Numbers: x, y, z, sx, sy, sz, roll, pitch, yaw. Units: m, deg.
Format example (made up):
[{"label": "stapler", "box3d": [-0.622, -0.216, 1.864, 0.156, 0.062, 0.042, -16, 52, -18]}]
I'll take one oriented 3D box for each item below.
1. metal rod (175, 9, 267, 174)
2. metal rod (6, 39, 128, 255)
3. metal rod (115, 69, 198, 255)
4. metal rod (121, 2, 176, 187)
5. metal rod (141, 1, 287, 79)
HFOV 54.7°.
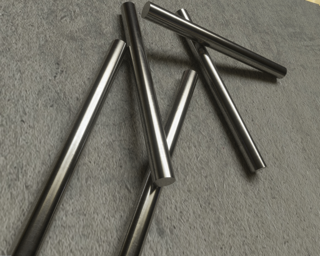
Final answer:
[{"label": "metal rod", "box3d": [0.089, -0.070, 0.493, 0.025, 0.025, 0.299, -9, 66, -32]}, {"label": "metal rod", "box3d": [-0.090, 0.000, 0.354, 0.025, 0.025, 0.300, 25, 53, -13]}, {"label": "metal rod", "box3d": [0.004, 0.031, 0.386, 0.025, 0.025, 0.300, 29, 52, -10]}, {"label": "metal rod", "box3d": [-0.023, -0.066, 0.413, 0.025, 0.025, 0.299, 5, 54, -26]}, {"label": "metal rod", "box3d": [0.106, -0.137, 0.517, 0.302, 0.025, 0.025, 14, 56, -31]}]
